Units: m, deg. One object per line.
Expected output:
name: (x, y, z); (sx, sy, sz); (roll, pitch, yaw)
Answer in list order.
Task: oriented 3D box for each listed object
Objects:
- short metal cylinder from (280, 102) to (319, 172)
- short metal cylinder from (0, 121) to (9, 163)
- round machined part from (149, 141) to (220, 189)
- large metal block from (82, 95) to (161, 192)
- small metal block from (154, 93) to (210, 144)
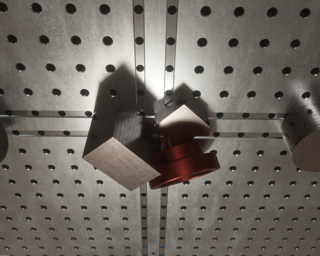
short metal cylinder: (0.208, 0.013, 0.410); (0.081, 0.050, 0.079); (-1, 130, 0)
short metal cylinder: (-0.241, 0.017, 0.387); (0.050, 0.080, 0.080); (-20, 128, 15)
round machined part: (0.028, 0.049, 0.422); (0.099, 0.042, 0.098); (-16, 166, -4)
large metal block: (-0.044, 0.019, 0.391); (0.050, 0.080, 0.080); (-33, 123, 24)
small metal block: (0.028, -0.010, 0.404); (0.050, 0.025, 0.050); (-36, 122, 26)
